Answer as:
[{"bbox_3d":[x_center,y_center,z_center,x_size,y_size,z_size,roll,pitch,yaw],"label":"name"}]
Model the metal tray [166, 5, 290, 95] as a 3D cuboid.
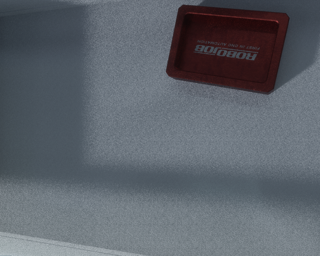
[{"bbox_3d":[0.080,-0.096,0.379,0.130,0.030,0.089,13,94,19],"label":"metal tray"}]
